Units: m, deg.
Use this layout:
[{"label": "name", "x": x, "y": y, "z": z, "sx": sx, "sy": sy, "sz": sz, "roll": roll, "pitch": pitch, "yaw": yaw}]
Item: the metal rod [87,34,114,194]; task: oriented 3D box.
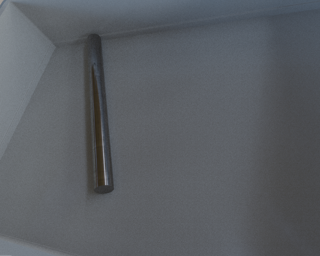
[{"label": "metal rod", "x": -0.096, "y": -0.042, "z": 0.479, "sx": 0.025, "sy": 0.025, "sz": 0.299, "roll": -22, "pitch": 54, "yaw": 15}]
